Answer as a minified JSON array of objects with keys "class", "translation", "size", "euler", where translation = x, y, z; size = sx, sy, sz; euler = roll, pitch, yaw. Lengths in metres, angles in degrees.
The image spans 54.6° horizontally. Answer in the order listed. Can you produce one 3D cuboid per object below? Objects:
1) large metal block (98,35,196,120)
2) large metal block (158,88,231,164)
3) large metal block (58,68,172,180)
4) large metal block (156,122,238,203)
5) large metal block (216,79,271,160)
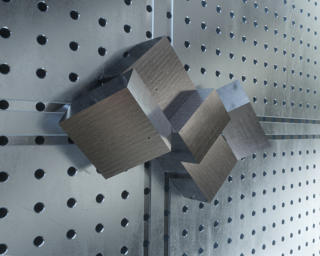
[{"class":"large metal block","translation":[-0.013,-0.053,0.381],"size":[0.080,0.050,0.080],"euler":[-48,119,-27]},{"class":"large metal block","translation":[0.029,-0.004,0.396],"size":[0.080,0.080,0.050],"euler":[-50,121,-28]},{"class":"large metal block","translation":[-0.043,-0.003,0.327],"size":[0.080,0.080,0.050],"euler":[56,19,-25]},{"class":"large metal block","translation":[0.054,0.045,0.436],"size":[0.080,0.050,0.080],"euler":[-48,117,-29]},{"class":"large metal block","translation":[0.117,-0.014,0.462],"size":[0.080,0.050,0.080],"euler":[56,18,-26]}]
